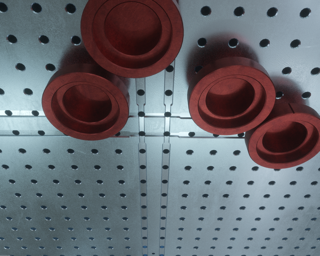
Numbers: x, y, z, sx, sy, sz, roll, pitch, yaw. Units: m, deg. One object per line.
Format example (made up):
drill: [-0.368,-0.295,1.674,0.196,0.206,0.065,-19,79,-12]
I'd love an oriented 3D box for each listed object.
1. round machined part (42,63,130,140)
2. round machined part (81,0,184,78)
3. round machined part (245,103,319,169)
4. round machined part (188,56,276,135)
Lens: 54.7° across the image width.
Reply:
round machined part: [-0.085,-0.034,0.370,0.099,0.042,0.097,-1,130,0]
round machined part: [-0.026,-0.103,0.313,0.099,0.042,0.097,-1,130,0]
round machined part: [0.161,0.006,0.408,0.099,0.042,0.097,-1,130,0]
round machined part: [0.082,-0.041,0.367,0.099,0.042,0.097,-1,130,0]
